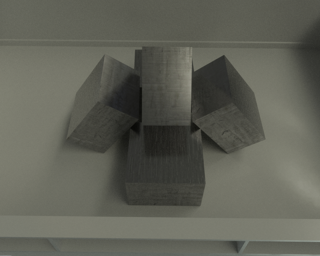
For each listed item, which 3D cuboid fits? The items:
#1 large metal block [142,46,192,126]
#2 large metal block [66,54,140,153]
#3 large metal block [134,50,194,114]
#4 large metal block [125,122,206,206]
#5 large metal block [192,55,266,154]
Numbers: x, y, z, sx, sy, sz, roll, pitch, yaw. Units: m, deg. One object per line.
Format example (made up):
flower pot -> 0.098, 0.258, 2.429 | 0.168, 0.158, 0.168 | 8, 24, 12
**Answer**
large metal block -> 0.006, -0.047, 0.355 | 0.050, 0.079, 0.080 | 0, 6, -1
large metal block -> -0.068, -0.028, 0.381 | 0.050, 0.080, 0.080 | 24, 44, -28
large metal block -> 0.005, -0.067, 0.440 | 0.081, 0.050, 0.080 | -1, 50, -1
large metal block -> 0.006, 0.040, 0.353 | 0.080, 0.050, 0.080 | 1, 50, 0
large metal block -> 0.082, -0.028, 0.382 | 0.050, 0.080, 0.080 | -26, 43, 29
